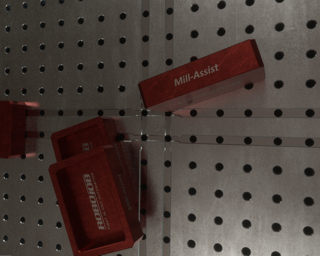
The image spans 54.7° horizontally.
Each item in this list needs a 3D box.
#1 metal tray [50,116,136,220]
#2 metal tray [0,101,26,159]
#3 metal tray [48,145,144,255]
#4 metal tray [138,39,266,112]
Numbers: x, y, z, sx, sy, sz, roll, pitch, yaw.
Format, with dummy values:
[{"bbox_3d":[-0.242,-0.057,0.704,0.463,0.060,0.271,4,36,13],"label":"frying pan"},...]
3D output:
[{"bbox_3d":[-0.096,0.057,0.442,0.090,0.030,0.129,-18,84,18],"label":"metal tray"},{"bbox_3d":[-0.284,0.000,0.508,0.130,0.030,0.089,2,91,19],"label":"metal tray"},{"bbox_3d":[-0.085,0.097,0.406,0.090,0.030,0.129,-21,83,18],"label":"metal tray"},{"bbox_3d":[0.052,-0.054,0.359,0.130,0.090,0.030,-18,84,18],"label":"metal tray"}]
